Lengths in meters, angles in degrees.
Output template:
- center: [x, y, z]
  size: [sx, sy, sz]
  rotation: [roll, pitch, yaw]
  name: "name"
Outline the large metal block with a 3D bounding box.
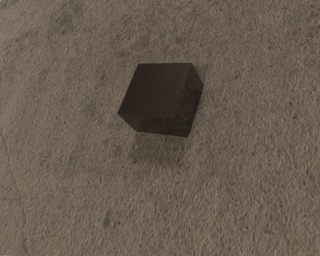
- center: [0.003, -0.038, 0.408]
  size: [0.080, 0.050, 0.080]
  rotation: [6, 64, 30]
  name: "large metal block"
